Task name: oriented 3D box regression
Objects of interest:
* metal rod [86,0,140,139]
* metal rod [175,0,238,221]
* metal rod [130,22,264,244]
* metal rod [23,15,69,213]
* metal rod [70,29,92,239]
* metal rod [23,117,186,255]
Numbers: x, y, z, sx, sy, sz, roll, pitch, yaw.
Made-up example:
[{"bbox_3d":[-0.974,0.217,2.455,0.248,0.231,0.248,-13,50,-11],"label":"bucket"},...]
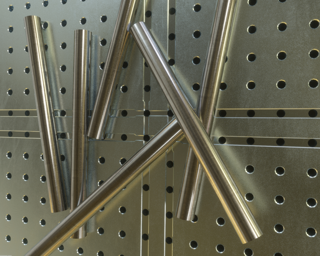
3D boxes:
[{"bbox_3d":[-0.053,-0.130,0.431,0.025,0.025,0.298,18,96,19],"label":"metal rod"},{"bbox_3d":[0.059,-0.031,0.391,0.025,0.025,0.298,12,94,19],"label":"metal rod"},{"bbox_3d":[0.034,-0.010,0.375,0.025,0.025,0.299,-33,70,17],"label":"metal rod"},{"bbox_3d":[-0.175,-0.023,0.475,0.025,0.025,0.299,-11,86,20],"label":"metal rod"},{"bbox_3d":[-0.116,0.009,0.454,0.025,0.025,0.298,2,91,20],"label":"metal rod"},{"bbox_3d":[-0.076,0.089,0.421,0.300,0.025,0.025,-43,77,7],"label":"metal rod"}]
